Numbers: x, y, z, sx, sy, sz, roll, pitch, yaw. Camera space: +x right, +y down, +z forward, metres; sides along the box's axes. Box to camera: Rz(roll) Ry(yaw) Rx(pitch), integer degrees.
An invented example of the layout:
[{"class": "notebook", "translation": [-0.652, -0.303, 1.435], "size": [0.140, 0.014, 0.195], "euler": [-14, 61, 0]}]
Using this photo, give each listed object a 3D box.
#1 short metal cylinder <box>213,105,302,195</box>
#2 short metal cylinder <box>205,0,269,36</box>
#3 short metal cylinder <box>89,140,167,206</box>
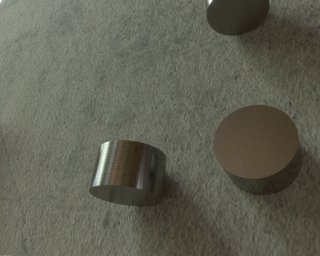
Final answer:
[{"class": "short metal cylinder", "translation": [0.101, 0.023, 0.320], "size": [0.080, 0.050, 0.080], "euler": [-13, 56, 20]}, {"class": "short metal cylinder", "translation": [0.103, -0.174, 0.421], "size": [0.080, 0.080, 0.050], "euler": [-12, 57, 21]}, {"class": "short metal cylinder", "translation": [-0.035, 0.054, 0.353], "size": [0.080, 0.080, 0.050], "euler": [-7, 59, 24]}]
